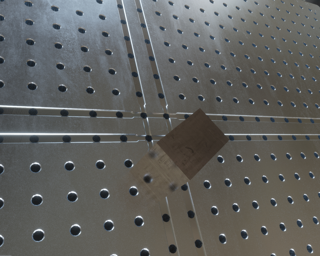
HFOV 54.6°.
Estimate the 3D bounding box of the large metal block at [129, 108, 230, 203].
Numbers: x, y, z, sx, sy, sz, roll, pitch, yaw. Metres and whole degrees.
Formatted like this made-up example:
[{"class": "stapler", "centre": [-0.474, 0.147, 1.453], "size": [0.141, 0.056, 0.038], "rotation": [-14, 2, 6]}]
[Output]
[{"class": "large metal block", "centre": [0.021, 0.033, 0.364], "size": [0.050, 0.080, 0.080], "rotation": [48, 51, 5]}]
